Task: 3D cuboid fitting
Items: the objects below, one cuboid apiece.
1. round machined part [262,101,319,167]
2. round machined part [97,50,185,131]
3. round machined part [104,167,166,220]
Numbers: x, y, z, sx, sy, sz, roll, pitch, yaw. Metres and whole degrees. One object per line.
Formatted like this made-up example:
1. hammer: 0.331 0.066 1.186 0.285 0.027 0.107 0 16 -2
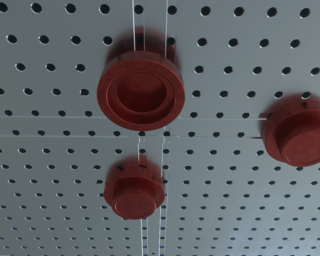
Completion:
1. round machined part: 0.192 0.015 0.416 0.099 0.042 0.097 -1 130 0
2. round machined part: -0.021 -0.046 0.361 0.099 0.042 0.097 -1 130 0
3. round machined part: -0.040 0.110 0.493 0.099 0.042 0.097 -1 130 0
